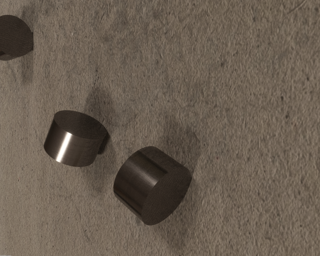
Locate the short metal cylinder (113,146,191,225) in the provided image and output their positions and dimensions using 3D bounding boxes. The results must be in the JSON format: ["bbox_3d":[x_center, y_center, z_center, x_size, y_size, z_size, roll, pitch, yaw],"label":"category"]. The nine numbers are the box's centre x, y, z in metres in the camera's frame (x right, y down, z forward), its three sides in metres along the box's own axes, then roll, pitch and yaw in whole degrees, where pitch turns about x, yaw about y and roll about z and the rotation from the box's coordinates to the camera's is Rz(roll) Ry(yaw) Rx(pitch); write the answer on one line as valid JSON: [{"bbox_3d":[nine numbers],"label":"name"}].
[{"bbox_3d":[-0.009,0.069,0.374,0.050,0.081,0.079,32,110,35],"label":"short metal cylinder"}]

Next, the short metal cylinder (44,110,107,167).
[{"bbox_3d":[-0.129,0.015,0.473,0.080,0.081,0.050,41,115,32],"label":"short metal cylinder"}]

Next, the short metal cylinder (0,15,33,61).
[{"bbox_3d":[-0.303,-0.178,0.615,0.050,0.081,0.079,-2,89,40],"label":"short metal cylinder"}]
